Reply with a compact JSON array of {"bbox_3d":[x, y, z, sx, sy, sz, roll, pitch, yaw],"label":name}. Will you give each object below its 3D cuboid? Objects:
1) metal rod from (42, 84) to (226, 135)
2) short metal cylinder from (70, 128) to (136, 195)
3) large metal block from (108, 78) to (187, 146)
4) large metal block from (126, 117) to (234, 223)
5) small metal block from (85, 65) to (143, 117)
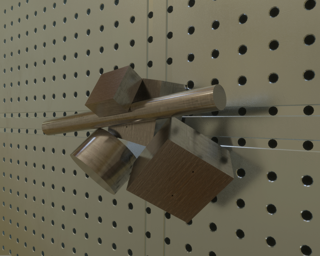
[{"bbox_3d":[-0.058,-0.015,0.387,0.300,0.025,0.025,-7,86,40],"label":"metal rod"},{"bbox_3d":[-0.075,0.045,0.422,0.080,0.080,0.050,25,63,37],"label":"short metal cylinder"},{"bbox_3d":[-0.018,-0.023,0.403,0.080,0.050,0.079,14,99,39],"label":"large metal block"},{"bbox_3d":[0.022,0.046,0.343,0.080,0.050,0.080,31,118,-12],"label":"large metal block"},{"bbox_3d":[-0.055,-0.043,0.369,0.050,0.025,0.050,-7,50,40],"label":"small metal block"}]
